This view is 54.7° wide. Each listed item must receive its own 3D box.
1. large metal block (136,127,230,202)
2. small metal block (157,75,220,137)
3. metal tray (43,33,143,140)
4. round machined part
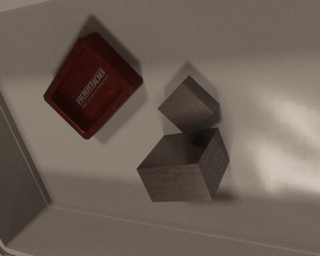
[{"bbox_3d":[0.032,0.045,0.383,0.080,0.080,0.050,-10,114,32],"label":"large metal block"},{"bbox_3d":[0.034,-0.026,0.374,0.050,0.025,0.050,43,129,-2],"label":"small metal block"},{"bbox_3d":[-0.095,-0.052,0.421,0.090,0.030,0.129,45,129,-4],"label":"metal tray"},{"bbox_3d":[0.047,0.230,0.516,0.098,0.042,0.097,13,124,20],"label":"round machined part"}]
